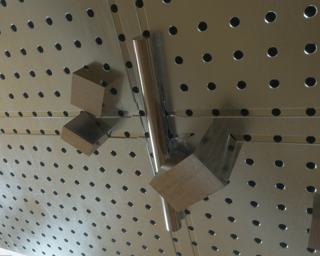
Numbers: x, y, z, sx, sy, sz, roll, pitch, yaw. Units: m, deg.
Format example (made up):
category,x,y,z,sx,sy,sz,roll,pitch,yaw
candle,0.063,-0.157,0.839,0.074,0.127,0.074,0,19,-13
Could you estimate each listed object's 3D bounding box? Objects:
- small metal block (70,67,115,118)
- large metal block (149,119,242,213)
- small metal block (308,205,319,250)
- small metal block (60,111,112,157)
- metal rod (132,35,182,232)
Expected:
category,x,y,z,sx,sy,sz,roll,pitch,yaw
small metal block,-0.094,-0.049,0.428,0.050,0.025,0.050,25,127,12
large metal block,0.044,0.045,0.379,0.050,0.080,0.080,46,129,-4
small metal block,0.211,0.126,0.378,0.050,0.025,0.050,7,121,24
small metal block,-0.107,0.007,0.454,0.050,0.050,0.025,32,128,7
metal rod,0.001,0.026,0.425,0.025,0.025,0.298,5,121,25
